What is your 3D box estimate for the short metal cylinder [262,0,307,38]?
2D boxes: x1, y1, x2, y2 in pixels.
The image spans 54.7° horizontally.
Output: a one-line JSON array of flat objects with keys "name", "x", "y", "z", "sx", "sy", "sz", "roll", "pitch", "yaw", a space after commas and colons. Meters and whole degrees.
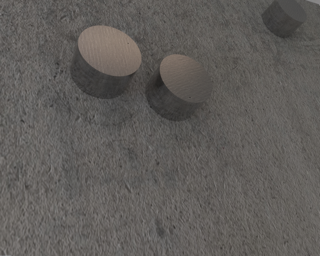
[{"name": "short metal cylinder", "x": 0.275, "y": -0.247, "z": 0.686, "sx": 0.081, "sy": 0.050, "sz": 0.080, "roll": 14, "pitch": 56, "yaw": -21}]

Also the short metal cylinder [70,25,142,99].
[{"name": "short metal cylinder", "x": -0.071, "y": -0.085, "z": 0.401, "sx": 0.081, "sy": 0.050, "sz": 0.080, "roll": 14, "pitch": 56, "yaw": -21}]

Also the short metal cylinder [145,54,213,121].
[{"name": "short metal cylinder", "x": 0.026, "y": -0.056, "z": 0.436, "sx": 0.081, "sy": 0.050, "sz": 0.080, "roll": 14, "pitch": 56, "yaw": -21}]
